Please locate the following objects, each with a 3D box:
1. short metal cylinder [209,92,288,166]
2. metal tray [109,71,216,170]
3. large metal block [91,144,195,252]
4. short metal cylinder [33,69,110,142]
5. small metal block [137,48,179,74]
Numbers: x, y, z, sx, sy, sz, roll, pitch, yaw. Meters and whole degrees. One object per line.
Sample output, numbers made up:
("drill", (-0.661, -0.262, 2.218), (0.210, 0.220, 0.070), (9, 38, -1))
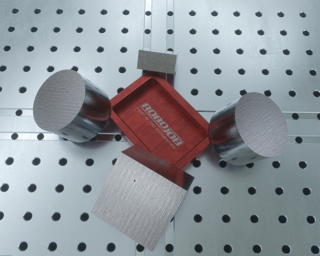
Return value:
("short metal cylinder", (0.108, 0.002, 0.382), (0.081, 0.050, 0.080), (10, 68, -25))
("metal tray", (0.000, -0.005, 0.410), (0.090, 0.030, 0.130), (-40, 75, -13))
("large metal block", (-0.018, 0.076, 0.352), (0.080, 0.050, 0.080), (29, 103, 10))
("short metal cylinder", (-0.111, -0.027, 0.391), (0.080, 0.050, 0.080), (-9, 69, 24))
("small metal block", (-0.002, -0.094, 0.430), (0.050, 0.050, 0.025), (8, 108, 3))
